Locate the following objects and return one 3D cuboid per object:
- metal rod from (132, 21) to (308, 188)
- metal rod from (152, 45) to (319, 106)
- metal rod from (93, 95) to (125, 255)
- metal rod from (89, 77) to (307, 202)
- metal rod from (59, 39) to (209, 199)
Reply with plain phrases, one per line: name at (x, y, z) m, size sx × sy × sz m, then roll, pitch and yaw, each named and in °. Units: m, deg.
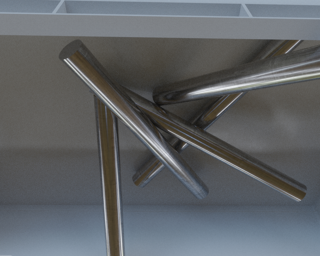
metal rod at (0.056, -0.011, 0.400) m, size 0.025 × 0.025 × 0.299 m, roll 29°, pitch 124°, yaw -23°
metal rod at (0.091, -0.046, 0.261) m, size 0.025 × 0.025 × 0.299 m, roll 39°, pitch 155°, yaw -29°
metal rod at (-0.060, 0.103, 0.395) m, size 0.025 × 0.025 × 0.298 m, roll 0°, pitch 111°, yaw 0°
metal rod at (0.054, 0.016, 0.387) m, size 0.301 × 0.025 × 0.025 m, roll 28°, pitch 125°, yaw -9°
metal rod at (-0.008, 0.014, 0.375) m, size 0.025 × 0.025 × 0.300 m, roll -23°, pitch 136°, yaw 18°
